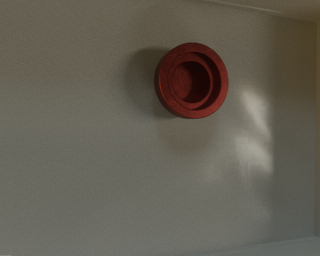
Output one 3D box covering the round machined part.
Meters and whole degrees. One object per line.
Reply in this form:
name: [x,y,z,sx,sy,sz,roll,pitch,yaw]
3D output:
round machined part: [0.038,-0.061,0.415,0.099,0.042,0.097,0,90,-20]
